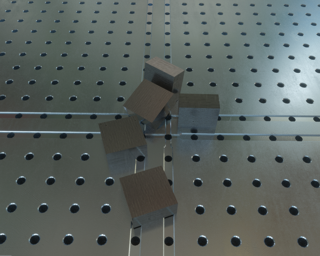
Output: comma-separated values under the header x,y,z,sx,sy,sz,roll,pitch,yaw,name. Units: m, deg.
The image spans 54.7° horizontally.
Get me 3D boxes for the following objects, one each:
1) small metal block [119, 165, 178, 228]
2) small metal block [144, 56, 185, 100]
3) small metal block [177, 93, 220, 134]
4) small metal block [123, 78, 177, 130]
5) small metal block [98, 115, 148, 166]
x,y,z,sx,sy,sz,roll,pitch,yaw,name
-0.013,0.075,0.344,0.050,0.025,0.050,-15,52,-13,small metal block
0.004,-0.067,0.446,0.050,0.050,0.025,31,46,23,small metal block
0.049,-0.018,0.407,0.050,0.050,0.025,1,50,1,small metal block
-0.014,-0.033,0.426,0.050,0.025,0.050,30,75,22,small metal block
-0.047,0.015,0.395,0.050,0.025,0.050,-13,51,-12,small metal block
